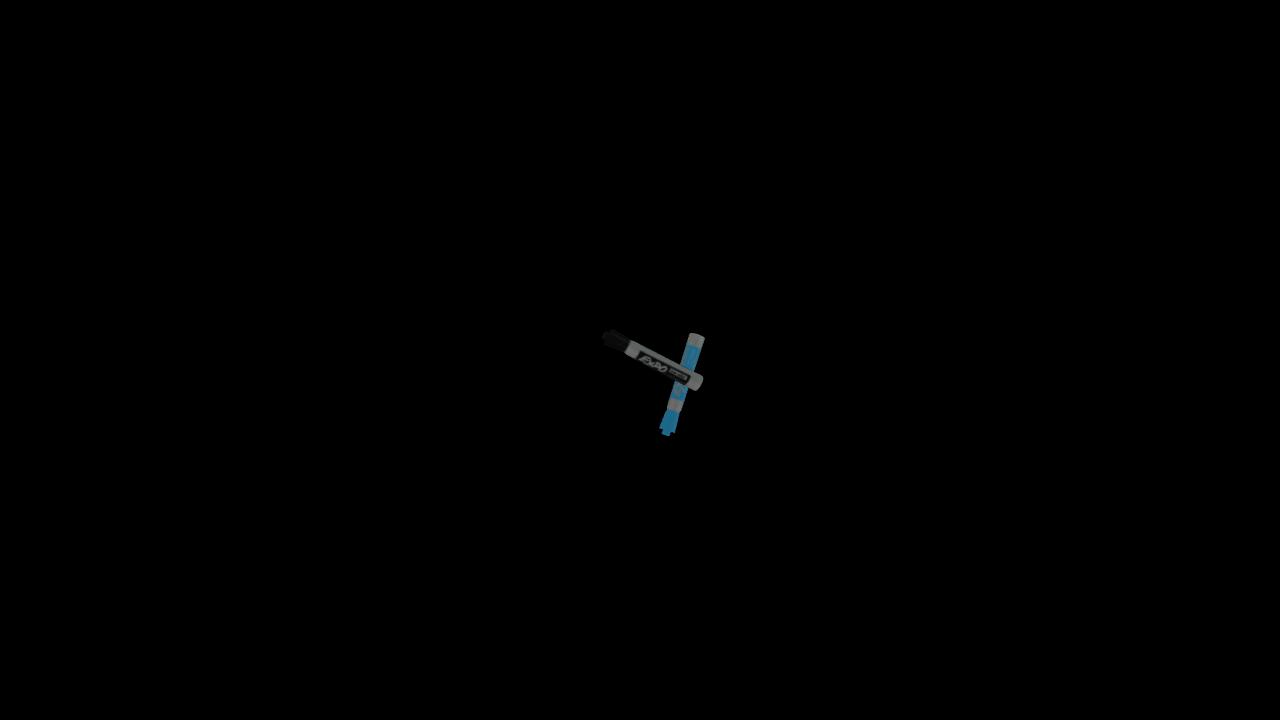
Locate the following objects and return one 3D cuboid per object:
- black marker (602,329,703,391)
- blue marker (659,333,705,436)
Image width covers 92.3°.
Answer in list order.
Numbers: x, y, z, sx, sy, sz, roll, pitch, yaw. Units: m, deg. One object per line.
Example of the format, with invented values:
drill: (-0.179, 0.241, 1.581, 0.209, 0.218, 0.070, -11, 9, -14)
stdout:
black marker: (0.014, -0.001, 0.670, 0.121, 0.020, 0.020, 27, -7, -13)
blue marker: (0.047, 0.028, 0.702, 0.020, 0.121, 0.020, 18, -10, 3)
